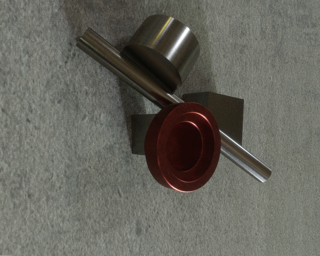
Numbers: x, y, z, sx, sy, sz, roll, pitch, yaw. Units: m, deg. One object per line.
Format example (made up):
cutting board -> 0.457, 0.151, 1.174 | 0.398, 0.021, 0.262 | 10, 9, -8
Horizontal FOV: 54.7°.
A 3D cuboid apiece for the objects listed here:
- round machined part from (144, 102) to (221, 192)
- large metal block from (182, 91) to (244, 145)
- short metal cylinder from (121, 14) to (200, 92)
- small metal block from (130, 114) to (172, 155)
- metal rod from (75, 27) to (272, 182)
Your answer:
round machined part -> 0.021, 0.020, 0.351 | 0.099, 0.042, 0.097 | -2, 93, -40
large metal block -> 0.077, -0.007, 0.458 | 0.081, 0.050, 0.080 | 6, 86, -40
short metal cylinder -> 0.001, -0.087, 0.373 | 0.080, 0.080, 0.050 | 45, 63, -31
small metal block -> -0.011, 0.008, 0.383 | 0.025, 0.050, 0.050 | -3, 92, -40
metal rod -> 0.031, -0.017, 0.386 | 0.301, 0.025, 0.025 | 36, 67, -19
